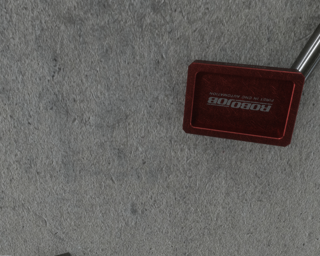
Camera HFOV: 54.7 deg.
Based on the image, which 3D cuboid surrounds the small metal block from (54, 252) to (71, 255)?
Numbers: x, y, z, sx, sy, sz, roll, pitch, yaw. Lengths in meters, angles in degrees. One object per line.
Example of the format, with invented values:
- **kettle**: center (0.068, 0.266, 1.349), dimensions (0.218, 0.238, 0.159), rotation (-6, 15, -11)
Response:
- **small metal block**: center (-0.162, 0.232, 0.493), dimensions (0.050, 0.025, 0.050), rotation (-16, 110, 5)

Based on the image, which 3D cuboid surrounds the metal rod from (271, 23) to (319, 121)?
- **metal rod**: center (0.213, -0.139, 0.361), dimensions (0.025, 0.025, 0.298), rotation (26, 108, -10)

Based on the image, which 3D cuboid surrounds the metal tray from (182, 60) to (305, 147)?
- **metal tray**: center (0.098, -0.032, 0.381), dimensions (0.131, 0.030, 0.089), rotation (8, 111, 11)
